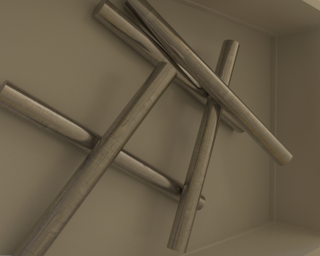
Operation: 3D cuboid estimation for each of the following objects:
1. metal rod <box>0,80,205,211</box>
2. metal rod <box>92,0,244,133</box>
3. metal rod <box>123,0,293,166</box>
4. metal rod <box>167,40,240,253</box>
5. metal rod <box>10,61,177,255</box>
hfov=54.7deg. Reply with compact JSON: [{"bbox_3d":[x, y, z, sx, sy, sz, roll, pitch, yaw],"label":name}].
[{"bbox_3d":[-0.045,0.037,0.368,0.301,0.025,0.025,35,69,-34],"label":"metal rod"},{"bbox_3d":[0.035,-0.069,0.435,0.301,0.025,0.025,33,70,-35],"label":"metal rod"},{"bbox_3d":[0.071,-0.057,0.409,0.300,0.025,0.025,43,62,-12],"label":"metal rod"},{"bbox_3d":[0.063,0.014,0.425,0.025,0.025,0.299,28,73,-37],"label":"metal rod"},{"bbox_3d":[-0.074,0.049,0.316,0.025,0.025,0.300,45,71,-31],"label":"metal rod"}]
